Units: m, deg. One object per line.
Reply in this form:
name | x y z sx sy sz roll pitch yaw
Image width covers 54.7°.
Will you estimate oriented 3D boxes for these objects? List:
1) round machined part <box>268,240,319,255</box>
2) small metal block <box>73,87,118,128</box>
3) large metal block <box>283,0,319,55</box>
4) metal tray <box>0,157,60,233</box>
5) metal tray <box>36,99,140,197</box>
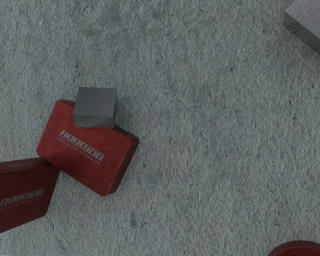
round machined part | 0.163 0.180 0.342 0.098 0.042 0.097 0 90 19
small metal block | -0.085 -0.028 0.416 0.050 0.025 0.050 2 52 -2
large metal block | 0.192 -0.123 0.328 0.080 0.050 0.080 46 104 14
metal tray | -0.198 0.090 0.421 0.030 0.130 0.089 22 97 18
metal tray | -0.105 0.026 0.442 0.130 0.030 0.090 28 99 17
